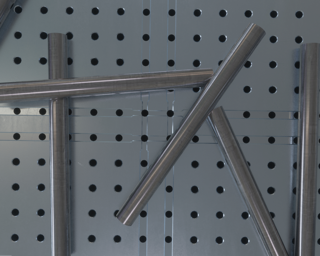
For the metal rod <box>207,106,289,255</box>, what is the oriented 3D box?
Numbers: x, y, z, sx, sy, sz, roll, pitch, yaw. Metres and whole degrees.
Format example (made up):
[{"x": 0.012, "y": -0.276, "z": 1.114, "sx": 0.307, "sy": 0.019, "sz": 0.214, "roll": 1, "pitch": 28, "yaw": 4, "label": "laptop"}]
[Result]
[{"x": 0.132, "y": 0.112, "z": 0.414, "sx": 0.025, "sy": 0.025, "sz": 0.299, "roll": -24, "pitch": 90, "yaw": 0, "label": "metal rod"}]

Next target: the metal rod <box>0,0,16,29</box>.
[{"x": -0.266, "y": -0.068, "z": 0.411, "sx": 0.025, "sy": 0.025, "sz": 0.299, "roll": 30, "pitch": 90, "yaw": 0, "label": "metal rod"}]

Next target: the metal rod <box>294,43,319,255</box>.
[{"x": 0.197, "y": 0.039, "z": 0.414, "sx": 0.025, "sy": 0.025, "sz": 0.298, "roll": 2, "pitch": 90, "yaw": 0, "label": "metal rod"}]

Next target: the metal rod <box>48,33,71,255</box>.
[{"x": -0.134, "y": 0.026, "z": 0.412, "sx": 0.025, "sy": 0.025, "sz": 0.298, "roll": -1, "pitch": 90, "yaw": 0, "label": "metal rod"}]

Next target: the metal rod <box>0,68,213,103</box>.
[{"x": -0.081, "y": -0.053, "z": 0.393, "sx": 0.302, "sy": 0.025, "sz": 0.025, "roll": -6, "pitch": 90, "yaw": -8, "label": "metal rod"}]

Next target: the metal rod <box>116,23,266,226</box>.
[{"x": 0.037, "y": 0.000, "z": 0.399, "sx": 0.025, "sy": 0.025, "sz": 0.299, "roll": 34, "pitch": 95, "yaw": 0, "label": "metal rod"}]
